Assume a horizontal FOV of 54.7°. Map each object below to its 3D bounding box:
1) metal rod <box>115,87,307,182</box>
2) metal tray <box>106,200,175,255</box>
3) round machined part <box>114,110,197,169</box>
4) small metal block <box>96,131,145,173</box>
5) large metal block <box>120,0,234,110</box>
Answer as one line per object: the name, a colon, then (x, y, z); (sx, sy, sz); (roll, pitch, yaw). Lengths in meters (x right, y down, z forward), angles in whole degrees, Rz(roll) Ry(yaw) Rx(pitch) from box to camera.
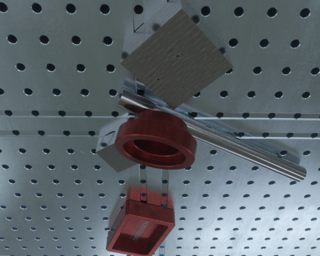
metal rod: (0.082, 0.016, 0.426); (0.302, 0.025, 0.025); (22, 126, -19)
metal tray: (-0.038, 0.189, 0.568); (0.091, 0.030, 0.129); (16, 128, -14)
round machined part: (-0.003, 0.013, 0.381); (0.099, 0.042, 0.098); (10, 153, 5)
small metal block: (-0.053, 0.031, 0.437); (0.050, 0.025, 0.050); (-26, 126, 20)
large metal block: (0.017, -0.079, 0.328); (0.080, 0.050, 0.080); (-35, 122, 26)
